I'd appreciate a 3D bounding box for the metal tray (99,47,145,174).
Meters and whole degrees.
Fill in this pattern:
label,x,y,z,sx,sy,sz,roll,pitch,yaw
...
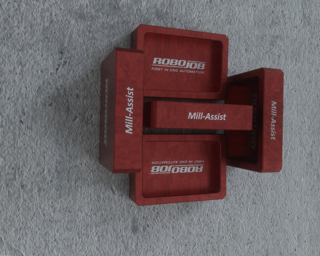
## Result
label,x,y,z,sx,sy,sz,roll,pitch,yaw
metal tray,-0.047,-0.018,0.358,0.030,0.090,0.129,1,90,-21

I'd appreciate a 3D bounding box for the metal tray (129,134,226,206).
label,x,y,z,sx,sy,sz,roll,pitch,yaw
metal tray,0.026,0.053,0.418,0.131,0.030,0.089,1,89,-20

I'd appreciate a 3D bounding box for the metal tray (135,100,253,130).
label,x,y,z,sx,sy,sz,roll,pitch,yaw
metal tray,0.038,-0.014,0.391,0.131,0.090,0.030,1,91,-20

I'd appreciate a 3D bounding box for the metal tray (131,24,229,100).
label,x,y,z,sx,sy,sz,roll,pitch,yaw
metal tray,0.027,-0.084,0.417,0.131,0.030,0.089,0,93,-20

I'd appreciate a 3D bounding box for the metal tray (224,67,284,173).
label,x,y,z,sx,sy,sz,roll,pitch,yaw
metal tray,0.124,-0.010,0.421,0.030,0.090,0.129,1,90,-20
